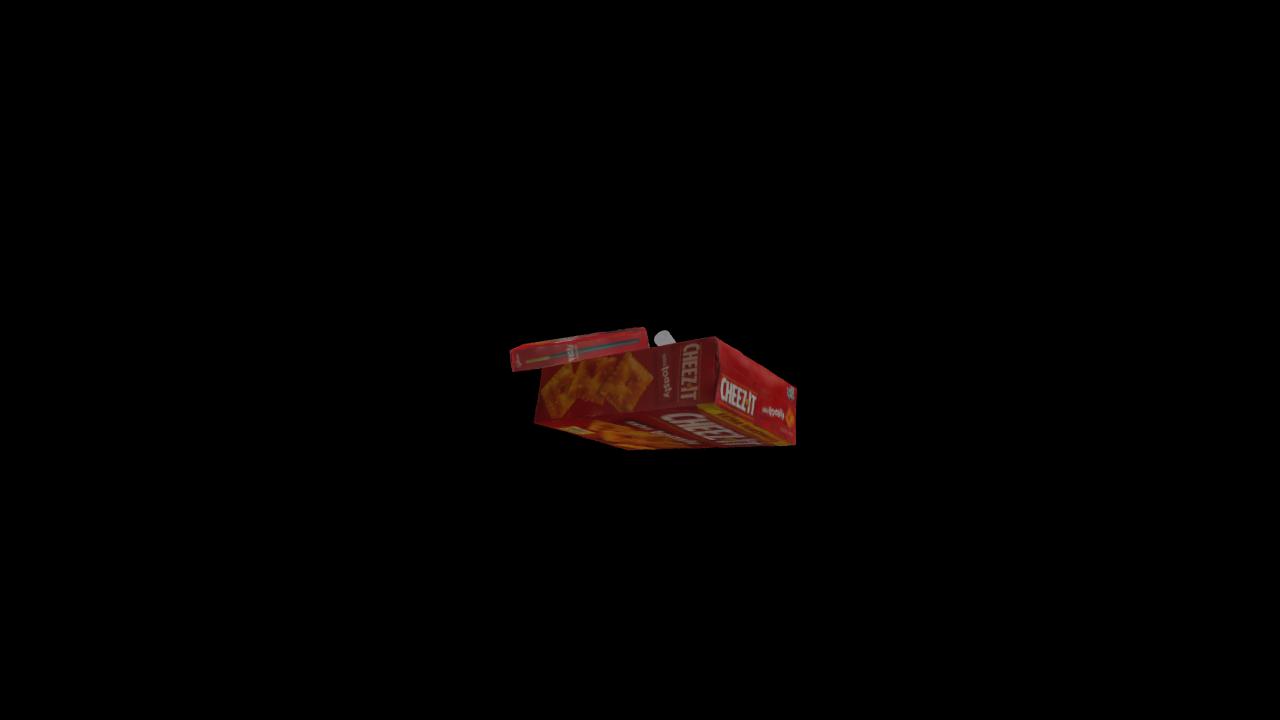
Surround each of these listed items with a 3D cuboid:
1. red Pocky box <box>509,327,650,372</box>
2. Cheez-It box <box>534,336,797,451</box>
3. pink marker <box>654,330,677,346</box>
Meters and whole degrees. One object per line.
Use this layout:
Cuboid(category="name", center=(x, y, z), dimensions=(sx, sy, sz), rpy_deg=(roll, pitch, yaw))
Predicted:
Cuboid(category="red Pocky box", center=(-0.067, -0.013, 0.709), dimensions=(0.155, 0.028, 0.083), rpy_deg=(-8, 7, 0))
Cuboid(category="Cheez-It box", center=(0.027, 0.046, 0.637), dimensions=(0.223, 0.071, 0.166), rpy_deg=(-9, -22, 37))
Cuboid(category="pink marker", center=(0.053, 0.011, 0.688), dimensions=(0.020, 0.020, 0.121), rpy_deg=(0, -36, 38))
